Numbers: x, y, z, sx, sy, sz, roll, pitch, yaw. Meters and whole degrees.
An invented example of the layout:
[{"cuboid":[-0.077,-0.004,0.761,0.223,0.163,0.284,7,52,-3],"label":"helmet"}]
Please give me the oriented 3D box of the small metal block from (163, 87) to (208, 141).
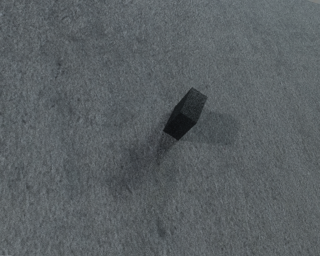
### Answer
[{"cuboid":[0.034,-0.019,0.417,0.025,0.050,0.050,33,52,-7],"label":"small metal block"}]
